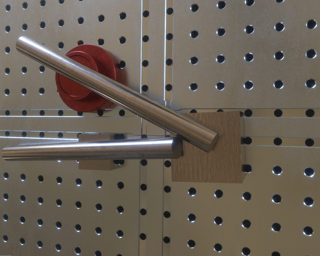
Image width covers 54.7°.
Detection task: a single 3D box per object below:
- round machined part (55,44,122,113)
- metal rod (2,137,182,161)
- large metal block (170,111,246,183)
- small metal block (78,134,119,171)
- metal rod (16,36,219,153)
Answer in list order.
[{"bbox_3d":[-0.107,-0.071,0.440,0.098,0.042,0.097,0,90,19],"label":"round machined part"},{"bbox_3d":[-0.111,0.031,0.421,0.300,0.025,0.025,-4,89,30],"label":"metal rod"},{"bbox_3d":[0.059,0.022,0.375,0.080,0.050,0.079,-2,89,19],"label":"large metal block"},{"bbox_3d":[-0.088,0.033,0.443,0.050,0.025,0.050,0,90,19],"label":"small metal block"},{"bbox_3d":[-0.067,-0.051,0.384,0.301,0.025,0.025,28,99,20],"label":"metal rod"}]
